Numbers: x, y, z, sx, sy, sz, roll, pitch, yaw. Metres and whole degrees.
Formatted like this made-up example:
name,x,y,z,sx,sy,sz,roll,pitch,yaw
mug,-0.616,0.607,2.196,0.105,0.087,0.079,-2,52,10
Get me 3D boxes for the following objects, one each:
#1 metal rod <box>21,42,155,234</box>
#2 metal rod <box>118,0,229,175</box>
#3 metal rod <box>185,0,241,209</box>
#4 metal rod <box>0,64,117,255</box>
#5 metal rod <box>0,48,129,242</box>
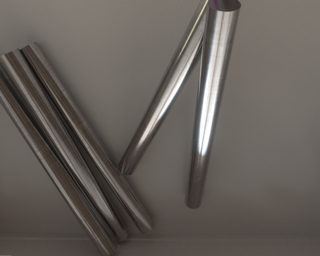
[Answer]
name,x,y,z,sx,sy,sz,roll,pitch,yaw
metal rod,-0.090,0.026,0.419,0.025,0.025,0.299,-27,108,9
metal rod,0.008,-0.038,0.331,0.025,0.025,0.298,22,134,-8
metal rod,0.049,0.007,0.343,0.025,0.025,0.298,0,138,0
metal rod,-0.142,0.047,0.409,0.025,0.025,0.299,-27,102,9
metal rod,-0.116,0.039,0.412,0.025,0.025,0.299,-21,113,7
